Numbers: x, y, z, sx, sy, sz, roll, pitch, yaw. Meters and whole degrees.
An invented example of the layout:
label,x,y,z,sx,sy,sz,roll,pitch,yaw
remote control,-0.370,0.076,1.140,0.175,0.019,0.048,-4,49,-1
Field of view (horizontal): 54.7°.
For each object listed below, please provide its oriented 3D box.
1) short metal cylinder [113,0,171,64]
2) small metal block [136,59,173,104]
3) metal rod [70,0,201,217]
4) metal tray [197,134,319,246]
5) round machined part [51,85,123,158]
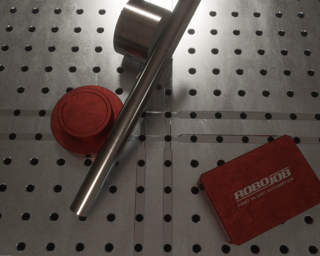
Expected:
label,x,y,z,sx,sy,sz,roll,pitch,yaw
short metal cylinder,-0.023,-0.133,0.431,0.050,0.080,0.080,25,72,8
small metal block,-0.007,-0.069,0.424,0.025,0.050,0.050,31,73,10
metal rod,-0.029,-0.032,0.378,0.025,0.025,0.299,27,89,9
metal tray,0.124,0.075,0.383,0.131,0.030,0.090,-24,72,-9
round machined part,-0.094,-0.013,0.406,0.099,0.042,0.098,0,70,-1
